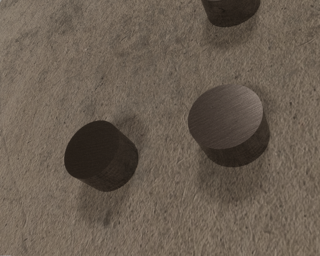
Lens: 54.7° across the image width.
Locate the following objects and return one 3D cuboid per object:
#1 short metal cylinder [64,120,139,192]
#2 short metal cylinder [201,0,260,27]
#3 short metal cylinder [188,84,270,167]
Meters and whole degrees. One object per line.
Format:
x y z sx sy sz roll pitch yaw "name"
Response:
-0.075 0.037 0.403 0.080 0.050 0.080 -13 56 20 "short metal cylinder"
0.102 -0.196 0.454 0.080 0.050 0.080 -13 56 20 "short metal cylinder"
0.078 -0.002 0.348 0.080 0.050 0.080 -13 56 20 "short metal cylinder"
